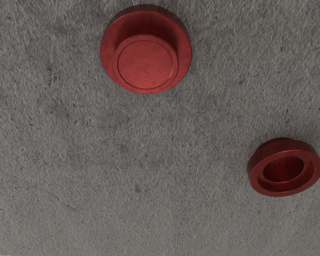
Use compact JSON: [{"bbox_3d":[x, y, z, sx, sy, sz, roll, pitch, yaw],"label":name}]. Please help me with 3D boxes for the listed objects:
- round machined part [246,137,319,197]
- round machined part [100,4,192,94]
[{"bbox_3d":[0.173,0.052,0.441,0.099,0.042,0.097,0,130,0],"label":"round machined part"},{"bbox_3d":[-0.015,-0.076,0.331,0.099,0.042,0.097,0,130,0],"label":"round machined part"}]
